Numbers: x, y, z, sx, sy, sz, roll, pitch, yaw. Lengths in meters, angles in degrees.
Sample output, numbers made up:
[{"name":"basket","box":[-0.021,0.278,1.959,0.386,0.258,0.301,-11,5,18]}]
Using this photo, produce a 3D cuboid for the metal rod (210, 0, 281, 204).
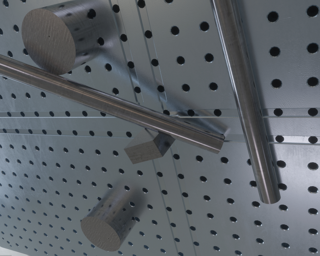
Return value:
[{"name":"metal rod","box":[0.092,-0.042,0.336,0.025,0.025,0.298,-6,116,31]}]

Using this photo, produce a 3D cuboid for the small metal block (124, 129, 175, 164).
[{"name":"small metal block","box":[-0.012,0.020,0.413,0.050,0.050,0.025,-18,109,35]}]

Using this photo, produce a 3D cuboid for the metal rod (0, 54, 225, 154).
[{"name":"metal rod","box":[-0.066,-0.031,0.385,0.301,0.025,0.025,20,127,0]}]

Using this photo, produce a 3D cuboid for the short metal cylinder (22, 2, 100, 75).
[{"name":"short metal cylinder","box":[-0.124,-0.113,0.390,0.080,0.050,0.079,13,124,21]}]

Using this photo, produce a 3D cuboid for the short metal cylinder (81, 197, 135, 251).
[{"name":"short metal cylinder","box":[-0.092,0.170,0.549,0.080,0.050,0.079,13,124,21]}]
